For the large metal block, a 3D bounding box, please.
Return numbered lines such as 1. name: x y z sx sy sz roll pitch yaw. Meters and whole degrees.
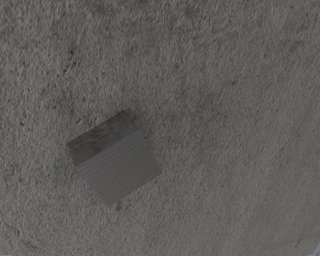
1. large metal block: -0.054 0.038 0.384 0.080 0.050 0.080 -31 129 -8
